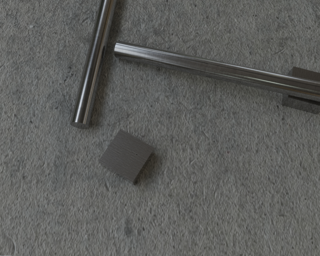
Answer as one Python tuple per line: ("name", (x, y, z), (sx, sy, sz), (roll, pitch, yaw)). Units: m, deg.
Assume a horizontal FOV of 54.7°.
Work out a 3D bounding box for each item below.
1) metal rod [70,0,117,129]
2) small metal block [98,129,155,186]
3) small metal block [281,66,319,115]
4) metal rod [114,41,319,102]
("metal rod", (-0.087, -0.142, 0.459), (0.025, 0.025, 0.299), (7, 70, 2))
("small metal block", (-0.041, 0.037, 0.394), (0.050, 0.025, 0.050), (29, 72, 10))
("small metal block", (0.202, -0.052, 0.430), (0.050, 0.025, 0.050), (16, 71, 5))
("metal rod", (0.082, -0.078, 0.421), (0.301, 0.025, 0.025), (14, 71, 11))
